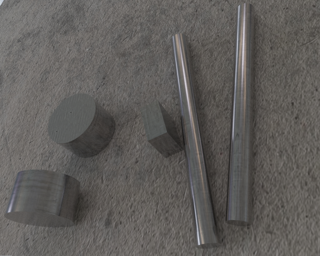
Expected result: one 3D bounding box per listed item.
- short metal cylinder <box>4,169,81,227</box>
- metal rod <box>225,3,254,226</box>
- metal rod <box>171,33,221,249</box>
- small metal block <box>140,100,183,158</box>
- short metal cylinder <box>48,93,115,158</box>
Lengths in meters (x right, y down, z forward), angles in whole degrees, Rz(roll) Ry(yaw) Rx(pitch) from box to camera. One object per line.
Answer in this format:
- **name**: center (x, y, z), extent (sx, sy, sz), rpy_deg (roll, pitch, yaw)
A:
- **short metal cylinder**: center (-0.145, 0.090, 0.389), extent (0.080, 0.080, 0.050), rpy_deg (-11, 58, 22)
- **metal rod**: center (0.100, -0.037, 0.374), extent (0.025, 0.025, 0.300), rpy_deg (-5, 59, 26)
- **metal rod**: center (0.039, -0.008, 0.388), extent (0.025, 0.025, 0.299), rpy_deg (-17, 55, 18)
- **small metal block**: center (0.002, 0.002, 0.386), extent (0.025, 0.050, 0.050), rpy_deg (-25, 53, 13)
- **short metal cylinder**: center (-0.113, -0.003, 0.449), extent (0.080, 0.050, 0.080), rpy_deg (-13, 56, 21)
